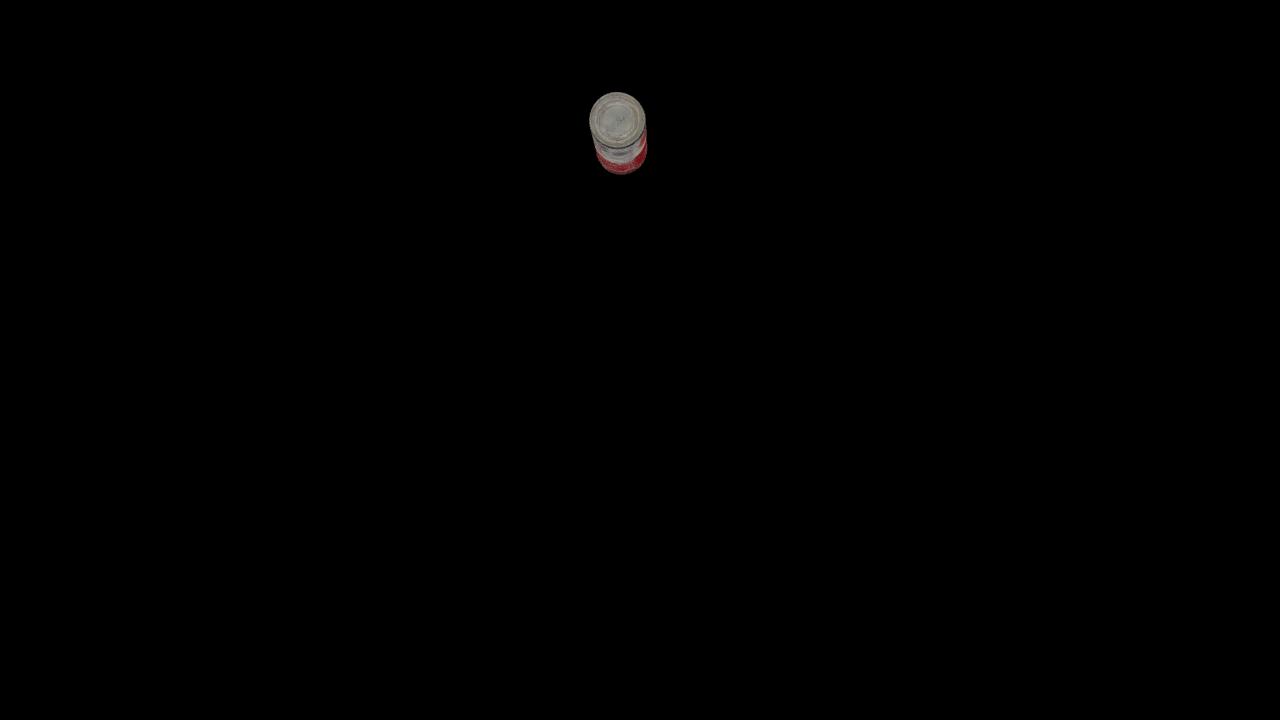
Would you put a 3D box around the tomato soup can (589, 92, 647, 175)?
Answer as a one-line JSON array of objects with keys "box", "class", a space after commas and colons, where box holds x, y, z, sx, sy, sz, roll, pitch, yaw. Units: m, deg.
[{"box": [-0.026, -0.275, 0.752, 0.068, 0.068, 0.101, 0, 0, 2], "class": "tomato soup can"}]
